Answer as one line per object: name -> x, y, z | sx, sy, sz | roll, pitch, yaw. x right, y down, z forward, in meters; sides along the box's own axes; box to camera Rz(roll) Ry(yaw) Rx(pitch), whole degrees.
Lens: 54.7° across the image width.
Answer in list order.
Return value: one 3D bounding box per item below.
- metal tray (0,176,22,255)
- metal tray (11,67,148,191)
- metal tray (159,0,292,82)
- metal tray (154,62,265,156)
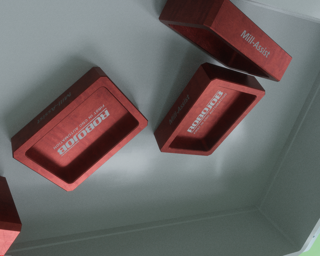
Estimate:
metal tray -> -0.202, 0.123, 0.323 | 0.030, 0.090, 0.130 | 31, 96, -45
metal tray -> -0.090, 0.004, 0.359 | 0.130, 0.030, 0.090 | -41, 130, 0
metal tray -> 0.073, -0.099, 0.344 | 0.131, 0.090, 0.030 | 22, 97, -37
metal tray -> 0.061, -0.017, 0.404 | 0.091, 0.030, 0.129 | 8, 133, -32
